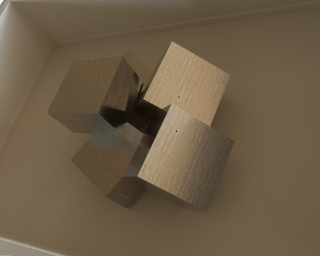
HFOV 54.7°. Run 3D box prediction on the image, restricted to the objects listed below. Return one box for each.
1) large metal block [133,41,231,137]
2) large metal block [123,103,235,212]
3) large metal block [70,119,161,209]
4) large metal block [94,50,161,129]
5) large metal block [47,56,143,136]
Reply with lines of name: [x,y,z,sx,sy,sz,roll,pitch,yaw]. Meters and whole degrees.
large metal block: [0.026,-0.042,0.371,0.080,0.050,0.080,28,71,-10]
large metal block: [0.020,0.033,0.328,0.080,0.080,0.050,-65,16,-18]
large metal block: [-0.049,0.038,0.385,0.080,0.050,0.080,34,80,38]
large metal block: [-0.039,-0.053,0.440,0.080,0.050,0.080,-45,51,-4]
large metal block: [-0.079,-0.039,0.385,0.080,0.050,0.080,2,61,30]
